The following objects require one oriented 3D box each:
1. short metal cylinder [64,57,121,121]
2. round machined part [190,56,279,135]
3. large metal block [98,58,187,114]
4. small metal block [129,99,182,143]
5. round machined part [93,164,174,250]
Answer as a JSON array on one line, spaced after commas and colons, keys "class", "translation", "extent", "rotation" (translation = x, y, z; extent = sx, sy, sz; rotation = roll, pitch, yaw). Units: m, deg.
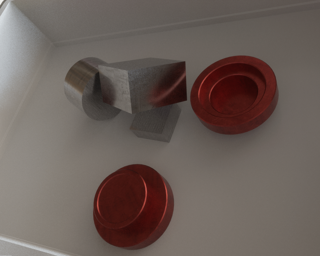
[{"class": "short metal cylinder", "translation": [-0.091, -0.057, 0.451], "extent": [0.050, 0.080, 0.080], "rotation": [33, 80, 38]}, {"class": "round machined part", "translation": [0.089, -0.035, 0.369], "extent": [0.098, 0.042, 0.098], "rotation": [-13, 56, 20]}, {"class": "large metal block", "translation": [-0.023, -0.058, 0.398], "extent": [0.081, 0.050, 0.080], "rotation": [-16, 23, -31]}, {"class": "small metal block", "translation": [-0.006, -0.011, 0.414], "extent": [0.050, 0.025, 0.050], "rotation": [8, 66, 31]}, {"class": "round machined part", "translation": [-0.037, 0.087, 0.360], "extent": [0.098, 0.042, 0.098], "rotation": [-13, 56, 20]}]
